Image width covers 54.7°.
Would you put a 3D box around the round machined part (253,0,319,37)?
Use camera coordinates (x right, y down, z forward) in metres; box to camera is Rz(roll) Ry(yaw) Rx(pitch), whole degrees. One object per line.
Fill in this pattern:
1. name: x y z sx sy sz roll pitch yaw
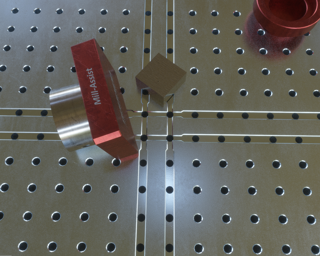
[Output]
1. round machined part: 0.190 -0.178 0.469 0.099 0.042 0.098 0 70 0

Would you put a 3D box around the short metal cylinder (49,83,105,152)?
1. short metal cylinder: -0.098 -0.015 0.387 0.050 0.080 0.080 -16 71 -6

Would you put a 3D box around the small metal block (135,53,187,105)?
1. small metal block: 0.002 -0.069 0.437 0.050 0.025 0.050 38 74 12

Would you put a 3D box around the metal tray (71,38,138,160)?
1. metal tray: -0.067 -0.033 0.385 0.030 0.090 0.130 -19 70 3
